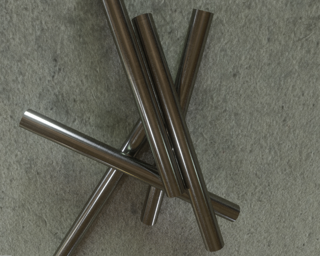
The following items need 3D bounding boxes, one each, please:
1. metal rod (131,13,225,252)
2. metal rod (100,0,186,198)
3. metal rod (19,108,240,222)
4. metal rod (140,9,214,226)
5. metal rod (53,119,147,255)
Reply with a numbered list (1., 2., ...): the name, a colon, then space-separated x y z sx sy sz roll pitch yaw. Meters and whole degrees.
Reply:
1. metal rod: 0.025 0.011 0.380 0.025 0.025 0.298 -17 97 6
2. metal rod: -0.026 -0.059 0.360 0.025 0.025 0.298 -17 99 6
3. metal rod: -0.030 0.053 0.400 0.301 0.025 0.025 26 108 -10
4. metal rod: 0.017 0.000 0.410 0.025 0.025 0.298 12 110 -5
5. metal rod: -0.087 0.101 0.445 0.025 0.025 0.298 30 107 -11
